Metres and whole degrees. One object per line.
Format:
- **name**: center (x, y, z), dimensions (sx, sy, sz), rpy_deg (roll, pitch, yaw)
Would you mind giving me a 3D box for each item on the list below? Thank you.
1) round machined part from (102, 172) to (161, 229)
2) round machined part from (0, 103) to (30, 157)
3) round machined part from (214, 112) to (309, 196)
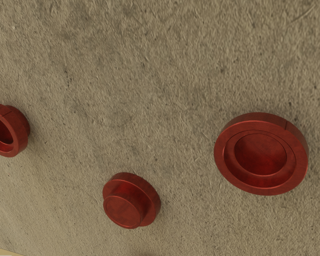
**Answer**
- **round machined part**: center (-0.052, 0.123, 0.499), dimensions (0.098, 0.042, 0.097), rpy_deg (13, 124, 21)
- **round machined part**: center (-0.267, -0.001, 0.536), dimensions (0.098, 0.042, 0.097), rpy_deg (13, 124, 21)
- **round machined part**: center (0.115, 0.025, 0.351), dimensions (0.098, 0.042, 0.097), rpy_deg (13, 124, 21)
